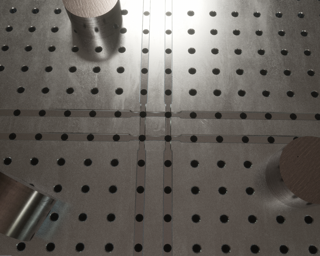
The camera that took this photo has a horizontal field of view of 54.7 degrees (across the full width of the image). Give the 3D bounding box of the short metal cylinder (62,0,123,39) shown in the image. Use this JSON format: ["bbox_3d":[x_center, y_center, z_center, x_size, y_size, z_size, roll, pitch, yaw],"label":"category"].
[{"bbox_3d":[-0.099,-0.181,0.463,0.081,0.050,0.080,0,70,0],"label":"short metal cylinder"}]

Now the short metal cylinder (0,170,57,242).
[{"bbox_3d":[-0.166,0.085,0.349,0.080,0.080,0.050,26,72,8],"label":"short metal cylinder"}]

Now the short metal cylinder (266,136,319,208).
[{"bbox_3d":[0.178,0.056,0.380,0.081,0.050,0.080,0,70,-1],"label":"short metal cylinder"}]
